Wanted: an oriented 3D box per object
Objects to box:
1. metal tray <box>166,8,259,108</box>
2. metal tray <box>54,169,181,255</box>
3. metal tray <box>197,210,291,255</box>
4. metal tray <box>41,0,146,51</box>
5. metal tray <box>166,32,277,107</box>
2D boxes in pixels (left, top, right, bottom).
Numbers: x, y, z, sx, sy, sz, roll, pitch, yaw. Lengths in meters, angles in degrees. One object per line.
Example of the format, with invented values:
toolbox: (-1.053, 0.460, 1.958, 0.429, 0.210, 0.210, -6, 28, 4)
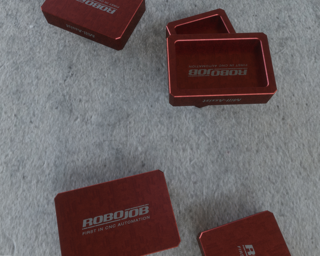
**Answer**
metal tray: (0.071, -0.102, 0.443, 0.091, 0.030, 0.130, -18, 71, -7)
metal tray: (-0.050, 0.109, 0.365, 0.131, 0.030, 0.090, -13, 71, -5)
metal tray: (0.105, 0.169, 0.345, 0.091, 0.030, 0.130, -16, 71, -7)
metal tray: (-0.099, -0.181, 0.471, 0.130, 0.030, 0.090, 23, 71, 7)
metal tray: (0.076, -0.076, 0.401, 0.131, 0.030, 0.090, -2, 70, -1)
